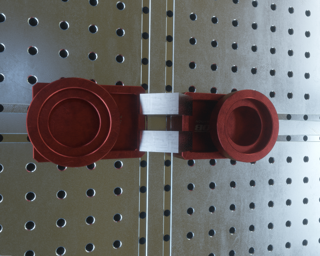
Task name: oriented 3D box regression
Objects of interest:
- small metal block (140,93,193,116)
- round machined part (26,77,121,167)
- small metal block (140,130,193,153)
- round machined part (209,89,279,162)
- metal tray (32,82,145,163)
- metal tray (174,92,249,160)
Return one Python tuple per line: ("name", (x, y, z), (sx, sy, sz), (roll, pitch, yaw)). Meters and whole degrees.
("small metal block", (0.009, -0.028, 0.387), (0.050, 0.050, 0.025), (1, 90, 24))
("round machined part", (-0.098, -0.006, 0.354), (0.099, 0.042, 0.097), (0, 90, -20))
("small metal block", (0.009, 0.016, 0.387), (0.050, 0.050, 0.025), (1, 90, 24))
("round machined part", (0.112, -0.003, 0.431), (0.099, 0.042, 0.097), (0, 90, -20))
("metal tray", (-0.085, -0.007, 0.380), (0.131, 0.030, 0.089), (-1, 92, -20))
("metal tray", (0.086, -0.002, 0.442), (0.131, 0.030, 0.089), (1, 90, -20))
